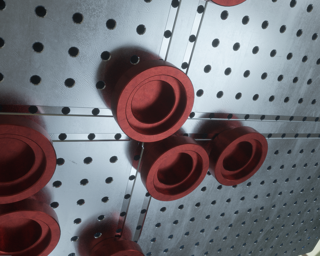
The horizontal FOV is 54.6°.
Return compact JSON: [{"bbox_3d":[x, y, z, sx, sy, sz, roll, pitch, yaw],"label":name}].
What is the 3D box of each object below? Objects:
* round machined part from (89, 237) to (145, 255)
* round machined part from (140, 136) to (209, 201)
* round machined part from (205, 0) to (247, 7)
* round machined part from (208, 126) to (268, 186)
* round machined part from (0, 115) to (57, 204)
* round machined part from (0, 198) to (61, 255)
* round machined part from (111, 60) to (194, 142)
[{"bbox_3d":[-0.075,0.213,0.490,0.099,0.042,0.097,-14,124,-21],"label":"round machined part"},{"bbox_3d":[0.018,0.053,0.442,0.099,0.042,0.097,-14,124,-21],"label":"round machined part"},{"bbox_3d":[0.082,-0.181,0.332,0.099,0.042,0.097,-14,124,-21],"label":"round machined part"},{"bbox_3d":[0.116,0.039,0.487,0.099,0.042,0.097,-14,124,-21],"label":"round machined part"},{"bbox_3d":[-0.164,0.029,0.328,0.099,0.042,0.097,-14,124,-21],"label":"round machined part"},{"bbox_3d":[-0.177,0.125,0.380,0.099,0.042,0.097,-14,124,-21],"label":"round machined part"},{"bbox_3d":[-0.012,-0.035,0.372,0.099,0.042,0.097,-14,124,-21],"label":"round machined part"}]
